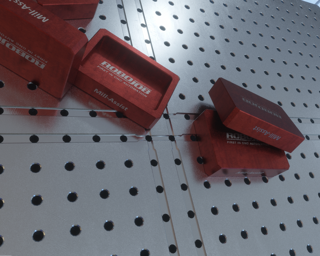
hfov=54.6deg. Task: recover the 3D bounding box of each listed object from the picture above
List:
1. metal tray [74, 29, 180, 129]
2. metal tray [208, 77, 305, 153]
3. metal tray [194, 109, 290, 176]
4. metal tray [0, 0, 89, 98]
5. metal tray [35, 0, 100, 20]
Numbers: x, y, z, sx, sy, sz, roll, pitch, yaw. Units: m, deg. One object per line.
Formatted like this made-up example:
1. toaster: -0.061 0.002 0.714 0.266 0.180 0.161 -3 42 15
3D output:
1. metal tray: -0.047 -0.068 0.420 0.130 0.030 0.090 32 52 -8
2. metal tray: 0.142 -0.020 0.462 0.131 0.030 0.090 20 32 -22
3. metal tray: 0.120 0.023 0.455 0.131 0.030 0.090 4 60 -26
4. metal tray: -0.152 -0.099 0.344 0.130 0.090 0.030 32 52 -8
5. metal tray: -0.158 -0.217 0.452 0.091 0.030 0.130 -19 72 -35
